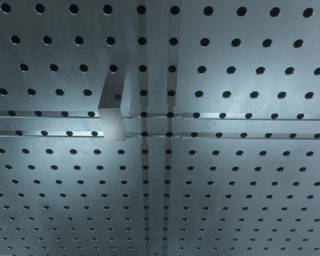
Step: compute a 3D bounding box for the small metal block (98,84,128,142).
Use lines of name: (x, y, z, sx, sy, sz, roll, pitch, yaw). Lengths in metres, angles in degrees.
small metal block: (-0.055, -0.019, 0.378, 0.025, 0.050, 0.050, -2, 130, 2)
